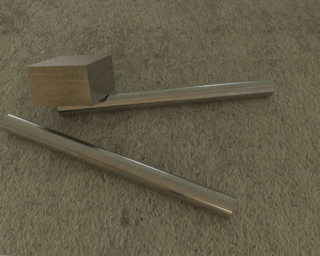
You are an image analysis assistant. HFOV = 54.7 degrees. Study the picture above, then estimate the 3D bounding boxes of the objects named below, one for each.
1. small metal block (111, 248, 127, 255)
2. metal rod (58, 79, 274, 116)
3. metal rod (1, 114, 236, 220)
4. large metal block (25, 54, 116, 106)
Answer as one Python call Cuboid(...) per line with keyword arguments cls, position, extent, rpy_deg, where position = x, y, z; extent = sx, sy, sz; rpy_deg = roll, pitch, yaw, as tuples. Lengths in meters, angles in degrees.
Cuboid(cls="small metal block", position=(-0.041, 0.141, 0.268), extent=(0.025, 0.050, 0.050), rpy_deg=(27, 55, 20))
Cuboid(cls="metal rod", position=(0.012, -0.044, 0.439), extent=(0.302, 0.025, 0.025), rpy_deg=(-6, 50, -6))
Cuboid(cls="metal rod", position=(-0.060, 0.040, 0.368), extent=(0.301, 0.025, 0.025), rpy_deg=(19, 52, 14))
Cuboid(cls="large metal block", position=(-0.114, -0.066, 0.413), extent=(0.080, 0.050, 0.080), rpy_deg=(2, 22, 13))
